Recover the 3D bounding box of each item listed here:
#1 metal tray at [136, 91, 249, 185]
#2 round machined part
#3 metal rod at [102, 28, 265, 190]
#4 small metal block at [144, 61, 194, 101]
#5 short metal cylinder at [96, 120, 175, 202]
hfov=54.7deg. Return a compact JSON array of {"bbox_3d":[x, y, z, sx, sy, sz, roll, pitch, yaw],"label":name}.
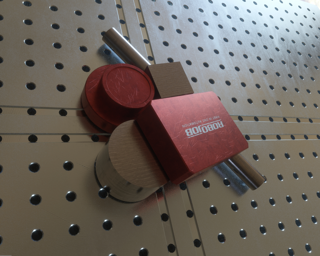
[{"bbox_3d":[0.044,0.005,0.371,0.131,0.030,0.090,-14,69,-47],"label":"metal tray"},{"bbox_3d":[-0.046,-0.043,0.393,0.099,0.042,0.098,13,57,-20],"label":"round machined part"},{"bbox_3d":[0.031,-0.029,0.438,0.300,0.025,0.025,45,51,3],"label":"metal rod"},{"bbox_3d":[0.010,-0.059,0.415,0.050,0.025,0.050,-13,71,-28],"label":"small metal block"},{"bbox_3d":[-0.026,0.037,0.350,0.081,0.050,0.080,14,56,-21],"label":"short metal cylinder"}]
